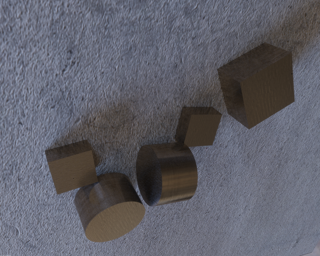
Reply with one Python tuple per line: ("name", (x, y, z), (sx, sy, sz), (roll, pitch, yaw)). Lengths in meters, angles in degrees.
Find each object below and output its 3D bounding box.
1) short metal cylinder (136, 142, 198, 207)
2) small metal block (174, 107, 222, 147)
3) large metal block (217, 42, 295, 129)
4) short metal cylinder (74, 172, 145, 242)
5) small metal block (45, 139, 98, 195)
("short metal cylinder", (0.007, 0.060, 0.412), (0.050, 0.080, 0.079), (-3, 120, -27))
("small metal block", (0.053, -0.002, 0.435), (0.050, 0.025, 0.050), (-2, 119, -28))
("large metal block", (0.134, -0.058, 0.428), (0.080, 0.050, 0.080), (-30, 129, -9))
("short metal cylinder", (-0.066, 0.105, 0.410), (0.081, 0.050, 0.080), (-19, 137, -19))
("small metal block", (-0.107, 0.047, 0.378), (0.050, 0.025, 0.050), (-16, 125, -19))
